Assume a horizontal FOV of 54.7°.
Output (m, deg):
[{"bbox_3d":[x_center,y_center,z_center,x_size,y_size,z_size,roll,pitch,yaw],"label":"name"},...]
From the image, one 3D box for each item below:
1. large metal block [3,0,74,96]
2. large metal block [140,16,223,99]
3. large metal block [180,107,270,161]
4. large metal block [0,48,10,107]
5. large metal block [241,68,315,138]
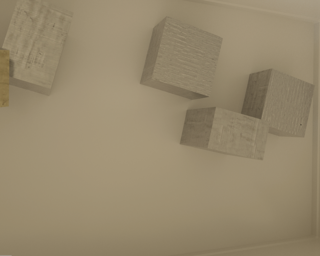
[{"bbox_3d":[-0.133,-0.083,0.332,0.050,0.080,0.080,17,84,-20],"label":"large metal block"},{"bbox_3d":[0.027,-0.088,0.408,0.081,0.050,0.080,15,85,-20],"label":"large metal block"},{"bbox_3d":[0.084,0.008,0.414,0.081,0.080,0.050,13,86,-20],"label":"large metal block"},{"bbox_3d":[-0.188,-0.048,0.259,0.081,0.080,0.050,-16,120,-54],"label":"large metal block"},{"bbox_3d":[0.174,-0.035,0.463,0.081,0.050,0.080,15,85,-20],"label":"large metal block"}]
